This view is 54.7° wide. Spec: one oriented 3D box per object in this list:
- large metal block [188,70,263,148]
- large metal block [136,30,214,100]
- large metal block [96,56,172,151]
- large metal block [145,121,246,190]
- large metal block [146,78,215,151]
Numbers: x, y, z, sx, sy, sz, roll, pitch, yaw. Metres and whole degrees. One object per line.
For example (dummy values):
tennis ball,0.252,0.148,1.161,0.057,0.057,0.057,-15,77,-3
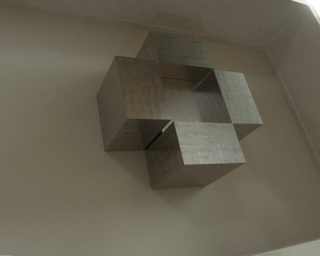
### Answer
large metal block,0.083,-0.022,0.427,0.050,0.080,0.080,1,62,-28
large metal block,0.013,-0.081,0.424,0.081,0.080,0.050,1,62,-28
large metal block,-0.035,-0.026,0.366,0.050,0.080,0.080,1,62,-28
large metal block,0.038,0.034,0.368,0.081,0.080,0.050,2,61,-27
large metal block,0.020,-0.017,0.407,0.081,0.050,0.080,1,62,-28
